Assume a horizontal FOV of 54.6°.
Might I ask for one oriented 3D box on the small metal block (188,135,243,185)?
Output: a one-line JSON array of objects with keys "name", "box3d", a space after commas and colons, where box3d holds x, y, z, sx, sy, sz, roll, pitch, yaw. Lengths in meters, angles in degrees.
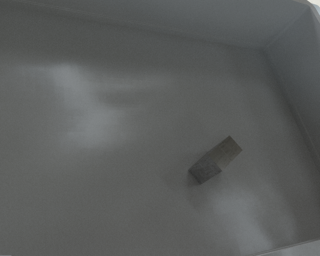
[{"name": "small metal block", "box3d": [0.071, 0.042, 0.402, 0.050, 0.050, 0.025, -35, 82, -38]}]
